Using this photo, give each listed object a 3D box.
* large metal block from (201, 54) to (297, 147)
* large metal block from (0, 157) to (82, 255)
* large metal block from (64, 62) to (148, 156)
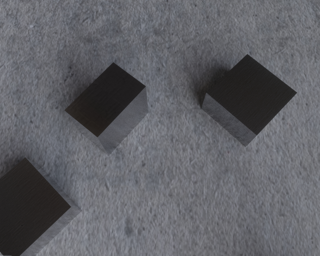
[{"bbox_3d":[0.115,-0.036,0.409,0.080,0.050,0.080,43,75,14],"label":"large metal block"},{"bbox_3d":[-0.153,0.095,0.358,0.080,0.050,0.080,42,75,13],"label":"large metal block"},{"bbox_3d":[-0.061,-0.020,0.386,0.050,0.080,0.080,38,74,12],"label":"large metal block"}]
